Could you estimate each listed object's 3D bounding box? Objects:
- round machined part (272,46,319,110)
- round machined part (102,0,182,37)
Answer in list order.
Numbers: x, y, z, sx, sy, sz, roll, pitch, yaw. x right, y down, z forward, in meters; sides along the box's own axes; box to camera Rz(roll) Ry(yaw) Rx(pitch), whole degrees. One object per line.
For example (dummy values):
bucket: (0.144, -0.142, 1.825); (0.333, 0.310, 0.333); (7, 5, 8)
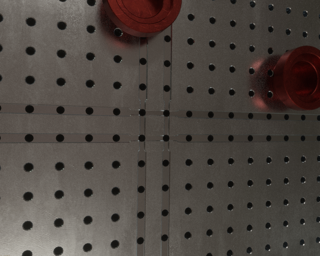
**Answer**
round machined part: (0.218, -0.076, 0.486); (0.099, 0.042, 0.097); (0, 90, -21)
round machined part: (-0.025, -0.164, 0.395); (0.099, 0.042, 0.097); (0, 90, -21)
